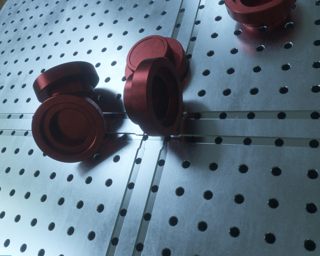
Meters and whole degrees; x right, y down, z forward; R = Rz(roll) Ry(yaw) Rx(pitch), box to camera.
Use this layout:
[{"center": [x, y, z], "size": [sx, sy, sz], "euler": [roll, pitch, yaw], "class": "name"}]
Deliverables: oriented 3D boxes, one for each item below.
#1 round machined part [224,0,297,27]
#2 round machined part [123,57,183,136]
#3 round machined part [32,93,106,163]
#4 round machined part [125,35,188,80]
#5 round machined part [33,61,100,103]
[{"center": [0.143, -0.182, 0.434], "size": [0.098, 0.042, 0.098], "euler": [-13, 56, 21], "class": "round machined part"}, {"center": [-0.010, -0.038, 0.391], "size": [0.042, 0.098, 0.098], "euler": [-1, 61, 28], "class": "round machined part"}, {"center": [-0.126, -0.003, 0.444], "size": [0.098, 0.098, 0.042], "euler": [-34, 15, 6], "class": "round machined part"}, {"center": [-0.011, -0.100, 0.465], "size": [0.098, 0.042, 0.098], "euler": [-13, 56, 21], "class": "round machined part"}, {"center": [-0.140, -0.059, 0.480], "size": [0.098, 0.098, 0.042], "euler": [-27, 80, 11], "class": "round machined part"}]
